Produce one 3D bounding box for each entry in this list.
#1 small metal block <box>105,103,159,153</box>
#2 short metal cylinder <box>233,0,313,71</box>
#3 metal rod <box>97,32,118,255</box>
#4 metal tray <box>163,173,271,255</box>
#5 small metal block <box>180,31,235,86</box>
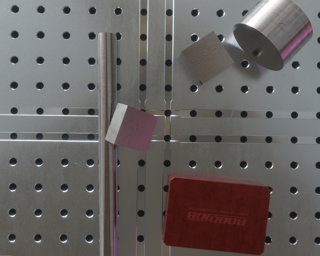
[{"bbox_3d":[-0.036,0.000,0.400,0.050,0.025,0.050,19,90,-38],"label":"small metal block"},{"bbox_3d":[0.139,-0.118,0.388,0.080,0.080,0.050,44,90,-1],"label":"short metal cylinder"},{"bbox_3d":[-0.069,0.025,0.412,0.025,0.025,0.298,0,90,-1],"label":"metal rod"},{"bbox_3d":[0.073,0.113,0.412,0.131,0.030,0.089,6,90,-1],"label":"metal tray"},{"bbox_3d":[0.062,-0.092,0.414,0.050,0.025,0.050,-33,90,0],"label":"small metal block"}]
